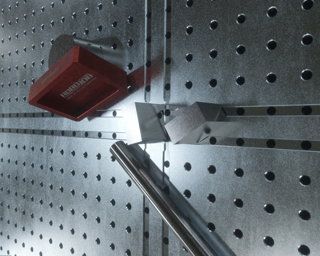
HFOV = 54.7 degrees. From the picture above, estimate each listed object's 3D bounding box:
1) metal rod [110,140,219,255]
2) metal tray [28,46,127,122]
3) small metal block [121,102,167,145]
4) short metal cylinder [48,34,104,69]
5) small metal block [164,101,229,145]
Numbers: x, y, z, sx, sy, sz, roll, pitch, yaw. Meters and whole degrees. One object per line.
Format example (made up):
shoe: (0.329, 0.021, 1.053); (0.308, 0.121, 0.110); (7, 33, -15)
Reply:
metal rod: (0.026, 0.122, 0.385); (0.300, 0.025, 0.025); (46, 117, 29)
metal tray: (-0.123, -0.059, 0.462); (0.130, 0.090, 0.030); (-27, 54, 36)
small metal block: (-0.020, -0.006, 0.408); (0.025, 0.050, 0.050); (-18, 79, 38)
short metal cylinder: (-0.137, -0.106, 0.503); (0.080, 0.050, 0.079); (0, 90, 39)
small metal block: (0.043, -0.005, 0.357); (0.050, 0.050, 0.025); (-38, 67, 33)
